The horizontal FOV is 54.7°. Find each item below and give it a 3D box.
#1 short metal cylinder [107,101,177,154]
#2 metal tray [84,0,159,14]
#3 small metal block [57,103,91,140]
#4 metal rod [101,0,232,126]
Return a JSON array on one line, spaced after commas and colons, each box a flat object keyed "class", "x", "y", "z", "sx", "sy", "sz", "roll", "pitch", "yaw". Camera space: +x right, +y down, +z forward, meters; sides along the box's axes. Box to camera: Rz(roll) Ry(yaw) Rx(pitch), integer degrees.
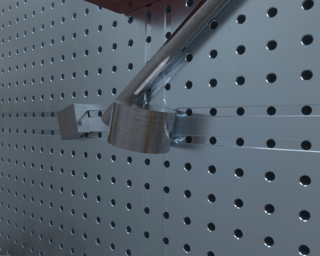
[{"class": "short metal cylinder", "x": -0.022, "y": -0.003, "z": 0.390, "sx": 0.080, "sy": 0.081, "sz": 0.050, "roll": 17, "pitch": 101, "yaw": 38}, {"class": "metal tray", "x": -0.037, "y": -0.189, "z": 0.395, "sx": 0.130, "sy": 0.091, "sz": 0.030, "roll": -3, "pitch": 88, "yaw": 39}, {"class": "small metal block", "x": -0.147, "y": -0.010, "z": 0.528, "sx": 0.050, "sy": 0.025, "sz": 0.050, "roll": -21, "pitch": 77, "yaw": 37}, {"class": "metal rod", "x": 0.015, "y": -0.100, "z": 0.395, "sx": 0.299, "sy": 0.025, "sz": 0.025, "roll": -43, "pitch": 64, "yaw": 31}]
